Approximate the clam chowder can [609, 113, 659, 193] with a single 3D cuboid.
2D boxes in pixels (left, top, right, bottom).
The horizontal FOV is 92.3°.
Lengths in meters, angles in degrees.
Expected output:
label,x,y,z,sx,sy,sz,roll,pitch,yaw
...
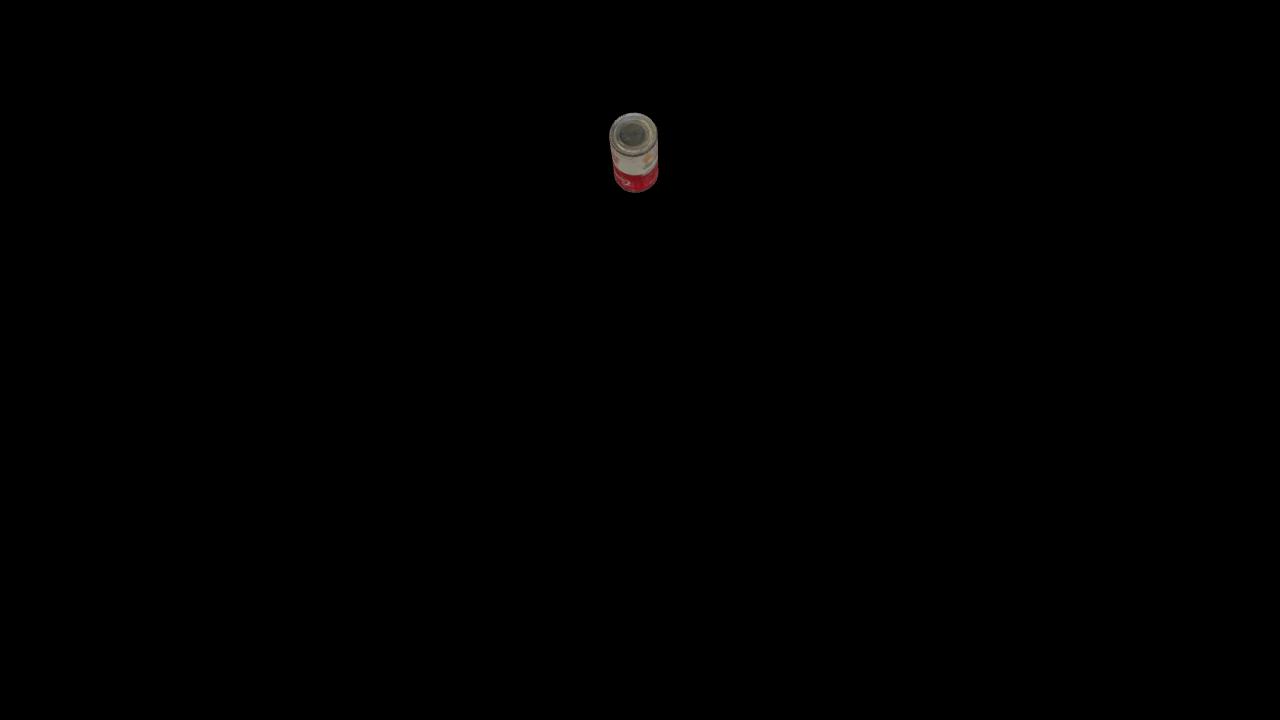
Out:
label,x,y,z,sx,sy,sz,roll,pitch,yaw
clam chowder can,-0.007,-0.292,0.872,0.068,0.068,0.102,0,-13,1
